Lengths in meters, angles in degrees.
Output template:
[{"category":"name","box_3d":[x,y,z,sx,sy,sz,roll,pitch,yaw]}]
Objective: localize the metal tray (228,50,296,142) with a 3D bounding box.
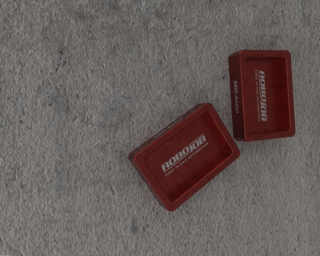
[{"category":"metal tray","box_3d":[0.153,-0.048,0.462,0.091,0.030,0.129,-5,92,-20]}]

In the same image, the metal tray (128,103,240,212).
[{"category":"metal tray","box_3d":[0.035,0.037,0.419,0.131,0.030,0.090,-36,102,-17]}]
